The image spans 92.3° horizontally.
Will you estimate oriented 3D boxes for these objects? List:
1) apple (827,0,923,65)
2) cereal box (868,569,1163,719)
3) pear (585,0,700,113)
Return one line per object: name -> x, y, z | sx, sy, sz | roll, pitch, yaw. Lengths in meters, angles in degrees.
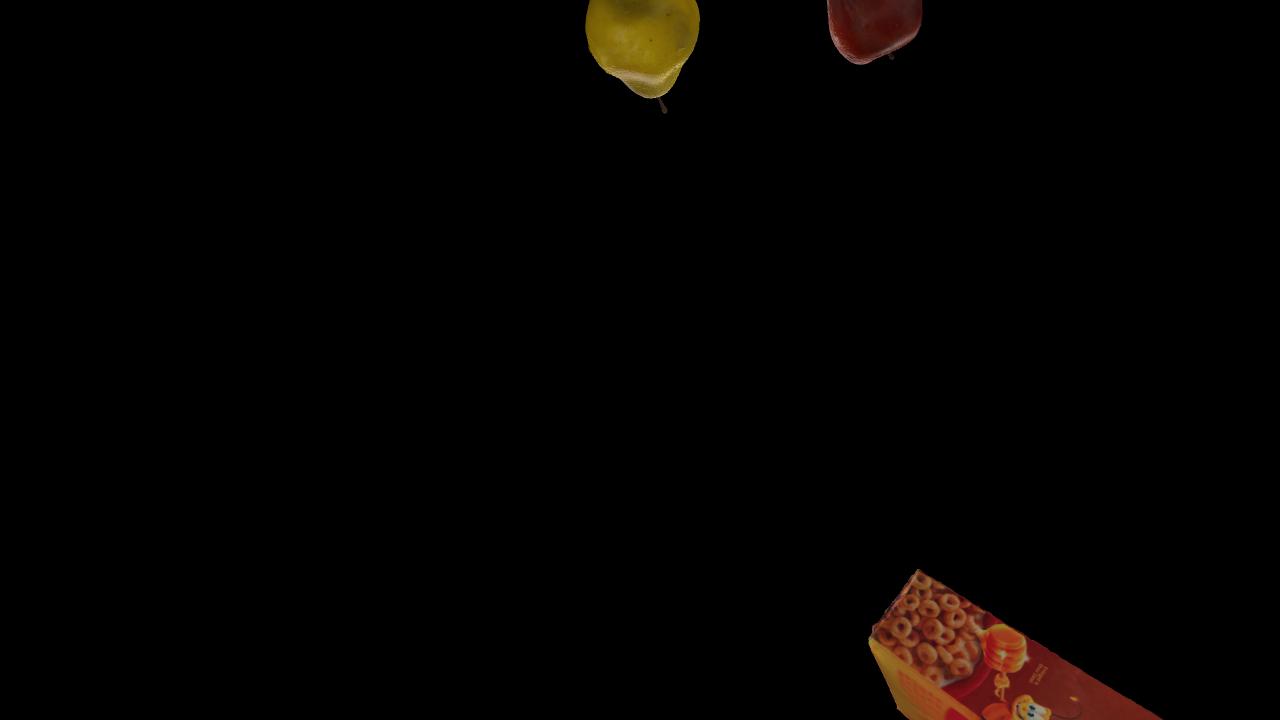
apple -> 0.204, -0.307, 0.536 | 0.079, 0.093, 0.079 | -28, 12, 6
cereal box -> 0.322, 0.297, 0.423 | 0.306, 0.081, 0.203 | 30, -21, 44
pear -> 0.003, -0.227, 0.449 | 0.080, 0.080, 0.111 | 0, -15, 3
